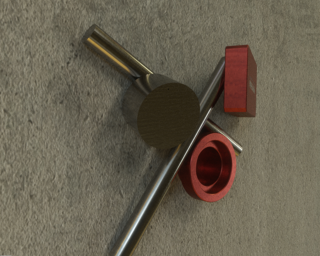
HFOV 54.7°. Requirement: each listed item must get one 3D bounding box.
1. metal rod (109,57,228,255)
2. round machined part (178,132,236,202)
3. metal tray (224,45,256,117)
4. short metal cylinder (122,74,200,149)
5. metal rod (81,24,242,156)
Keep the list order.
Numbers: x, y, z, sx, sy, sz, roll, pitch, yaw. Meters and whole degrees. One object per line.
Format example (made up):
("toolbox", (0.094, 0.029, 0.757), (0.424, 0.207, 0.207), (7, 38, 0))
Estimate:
("metal rod", (0.024, 0.030, 0.404), (0.025, 0.025, 0.300), (41, 72, -33))
("round machined part", (0.063, 0.055, 0.448), (0.099, 0.042, 0.097), (0, 90, -40))
("metal tray", (0.125, -0.065, 0.470), (0.130, 0.030, 0.089), (4, 87, -68))
("short metal cylinder", (0.001, -0.021, 0.373), (0.081, 0.050, 0.079), (-11, 115, -24))
("metal rod", (0.023, -0.034, 0.426), (0.301, 0.025, 0.025), (35, 69, -35))
